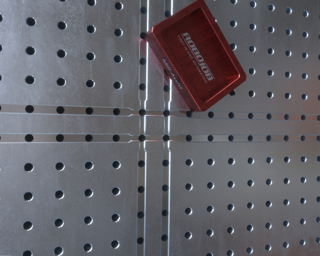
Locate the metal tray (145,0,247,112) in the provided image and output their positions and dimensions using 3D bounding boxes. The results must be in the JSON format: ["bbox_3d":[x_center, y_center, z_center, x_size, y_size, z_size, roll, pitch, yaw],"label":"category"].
[{"bbox_3d":[0.052,-0.098,0.430,0.090,0.030,0.130,-37,102,-17],"label":"metal tray"}]
